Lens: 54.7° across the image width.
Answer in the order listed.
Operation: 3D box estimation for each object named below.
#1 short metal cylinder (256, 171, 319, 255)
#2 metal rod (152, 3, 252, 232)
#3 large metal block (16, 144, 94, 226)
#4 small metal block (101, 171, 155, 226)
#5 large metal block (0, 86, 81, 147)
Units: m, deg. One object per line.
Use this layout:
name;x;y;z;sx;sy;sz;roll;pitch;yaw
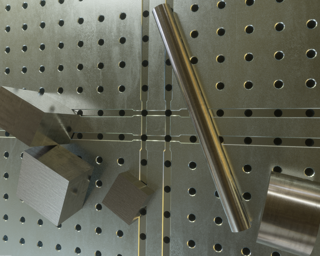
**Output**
short metal cylinder;0.138;0.091;0.335;0.050;0.080;0.079;12;94;19
metal rod;0.050;-0.018;0.394;0.025;0.025;0.299;-21;83;18
large metal block;-0.150;0.076;0.440;0.080;0.050;0.079;29;116;17
small metal block;-0.044;0.096;0.427;0.050;0.025;0.050;35;101;16
large metal block;-0.177;-0.016;0.444;0.080;0.080;0.050;29;99;17
